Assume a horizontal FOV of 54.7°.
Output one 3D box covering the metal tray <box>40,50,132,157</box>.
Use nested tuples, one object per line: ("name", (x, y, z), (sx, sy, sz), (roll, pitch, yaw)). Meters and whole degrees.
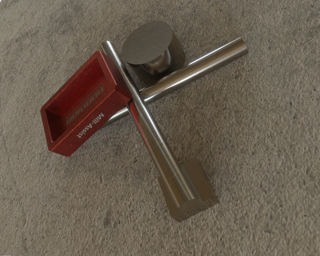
("metal tray", (-0.106, -0.034, 0.427), (0.130, 0.030, 0.090), (-41, 50, 15))

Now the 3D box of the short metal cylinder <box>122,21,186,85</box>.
("short metal cylinder", (-0.009, -0.111, 0.459), (0.080, 0.050, 0.080), (-13, 56, 20))

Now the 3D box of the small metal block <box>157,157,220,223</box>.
("small metal block", (0.031, 0.069, 0.345), (0.050, 0.025, 0.050), (-29, 52, 9))

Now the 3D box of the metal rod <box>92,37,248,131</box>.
("metal rod", (-0.020, -0.045, 0.442), (0.301, 0.025, 0.025), (-26, 53, 11))

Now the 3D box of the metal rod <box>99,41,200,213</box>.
("metal rod", (-0.028, -0.025, 0.402), (0.025, 0.025, 0.300), (-34, 52, 6))
